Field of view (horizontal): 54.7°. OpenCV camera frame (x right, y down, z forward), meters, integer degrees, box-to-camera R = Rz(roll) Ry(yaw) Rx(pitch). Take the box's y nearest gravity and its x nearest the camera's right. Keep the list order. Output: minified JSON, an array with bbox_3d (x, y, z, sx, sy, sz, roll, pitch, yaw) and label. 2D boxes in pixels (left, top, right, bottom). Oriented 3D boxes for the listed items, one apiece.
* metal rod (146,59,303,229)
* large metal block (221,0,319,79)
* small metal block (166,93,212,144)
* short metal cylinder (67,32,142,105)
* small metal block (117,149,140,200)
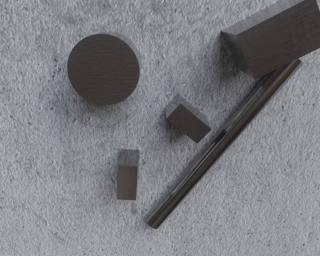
[{"bbox_3d":[0.077,0.027,0.420,0.025,0.025,0.299,34,106,-12],"label":"metal rod"},{"bbox_3d":[0.122,-0.102,0.345,0.080,0.080,0.050,-26,108,9],"label":"large metal block"},{"bbox_3d":[0.035,-0.013,0.392,0.050,0.050,0.025,39,105,-14],"label":"small metal block"},{"bbox_3d":[-0.063,-0.072,0.369,0.081,0.050,0.079,0,110,-1],"label":"short metal cylinder"},{"bbox_3d":[-0.042,0.062,0.419,0.025,0.050,0.050,4,110,-2],"label":"small metal block"}]
